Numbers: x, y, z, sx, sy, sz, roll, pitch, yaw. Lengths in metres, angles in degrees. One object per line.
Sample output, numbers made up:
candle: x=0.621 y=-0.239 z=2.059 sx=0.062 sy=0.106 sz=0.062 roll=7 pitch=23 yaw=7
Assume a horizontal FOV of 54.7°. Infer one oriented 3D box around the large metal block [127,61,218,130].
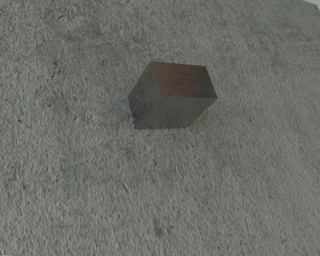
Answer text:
large metal block: x=0.013 y=-0.039 z=0.403 sx=0.081 sy=0.080 sz=0.050 roll=-1 pitch=63 yaw=-29
